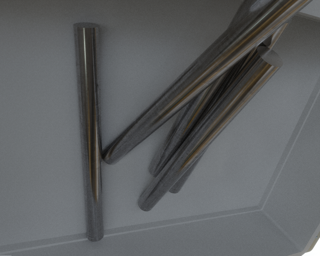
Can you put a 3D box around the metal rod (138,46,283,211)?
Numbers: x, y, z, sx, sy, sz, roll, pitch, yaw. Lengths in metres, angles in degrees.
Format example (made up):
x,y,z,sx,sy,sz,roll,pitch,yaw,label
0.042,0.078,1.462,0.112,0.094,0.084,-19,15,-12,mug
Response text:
x,y,z,sx,sy,sz,roll,pitch,yaw,label
0.035,0.028,0.363,0.025,0.025,0.298,-1,145,-28,metal rod

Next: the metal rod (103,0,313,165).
x,y,z,sx,sy,sz,roll,pitch,yaw,label
0.017,-0.031,0.293,0.025,0.025,0.299,10,148,-33,metal rod

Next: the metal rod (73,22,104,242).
x,y,z,sx,sy,sz,roll,pitch,yaw,label
-0.084,0.027,0.379,0.025,0.025,0.298,-9,123,-24,metal rod

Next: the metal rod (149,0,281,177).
x,y,z,sx,sy,sz,roll,pitch,yaw,label
0.040,-0.024,0.333,0.025,0.025,0.298,-7,148,-25,metal rod

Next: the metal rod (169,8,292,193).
x,y,z,sx,sy,sz,roll,pitch,yaw,label
0.059,-0.002,0.367,0.025,0.025,0.298,-8,145,-24,metal rod
